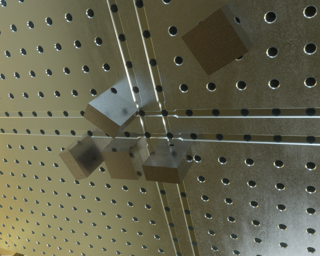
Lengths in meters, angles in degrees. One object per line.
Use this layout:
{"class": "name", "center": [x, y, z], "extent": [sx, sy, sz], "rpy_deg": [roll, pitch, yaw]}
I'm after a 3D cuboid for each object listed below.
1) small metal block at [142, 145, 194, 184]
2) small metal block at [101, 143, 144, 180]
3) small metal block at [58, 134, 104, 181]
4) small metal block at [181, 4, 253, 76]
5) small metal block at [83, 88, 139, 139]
{"class": "small metal block", "center": [0.012, 0.048, 0.417], "extent": [0.050, 0.050, 0.025], "rpy_deg": [1, 119, 27]}
{"class": "small metal block", "center": [-0.055, 0.050, 0.470], "extent": [0.050, 0.025, 0.050], "rpy_deg": [-3, 117, 29]}
{"class": "small metal block", "center": [-0.121, 0.045, 0.485], "extent": [0.025, 0.050, 0.050], "rpy_deg": [-17, 109, 35]}
{"class": "small metal block", "center": [0.060, -0.091, 0.323], "extent": [0.050, 0.025, 0.050], "rpy_deg": [-29, 103, 37]}
{"class": "small metal block", "center": [-0.065, -0.020, 0.415], "extent": [0.050, 0.050, 0.025], "rpy_deg": [36, 129, 4]}
